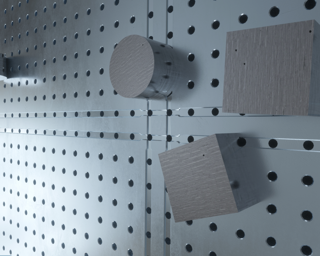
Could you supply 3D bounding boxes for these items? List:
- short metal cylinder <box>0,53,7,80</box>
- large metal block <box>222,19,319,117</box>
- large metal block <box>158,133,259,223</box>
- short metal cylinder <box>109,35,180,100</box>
[{"bbox_3d":[-0.390,-0.138,0.696,0.080,0.081,0.050,-5,87,40],"label":"short metal cylinder"},{"bbox_3d":[0.111,-0.053,0.301,0.080,0.050,0.079,5,93,40],"label":"large metal block"},{"bbox_3d":[0.053,0.056,0.350,0.080,0.050,0.080,-23,75,37],"label":"large metal block"},{"bbox_3d":[-0.021,-0.078,0.411,0.080,0.050,0.080,0,90,40],"label":"short metal cylinder"}]
